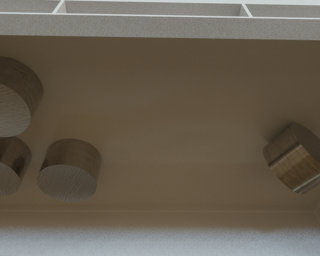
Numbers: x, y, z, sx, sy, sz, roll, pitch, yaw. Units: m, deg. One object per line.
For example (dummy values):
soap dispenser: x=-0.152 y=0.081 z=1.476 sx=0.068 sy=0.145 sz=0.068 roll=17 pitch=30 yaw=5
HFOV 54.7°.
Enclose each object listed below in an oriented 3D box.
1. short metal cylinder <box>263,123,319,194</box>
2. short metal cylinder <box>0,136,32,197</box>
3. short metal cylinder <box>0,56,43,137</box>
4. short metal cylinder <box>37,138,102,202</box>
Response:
short metal cylinder: x=0.185 y=0.040 z=0.410 sx=0.080 sy=0.080 sz=0.050 roll=27 pitch=125 yaw=-21
short metal cylinder: x=-0.229 y=0.051 z=0.433 sx=0.081 sy=0.050 sz=0.079 roll=0 pitch=130 yaw=0
short metal cylinder: x=-0.184 y=-0.036 z=0.360 sx=0.081 sy=0.050 sz=0.079 roll=0 pitch=130 yaw=0
short metal cylinder: x=-0.127 y=0.061 z=0.443 sx=0.081 sy=0.050 sz=0.079 roll=0 pitch=130 yaw=0
